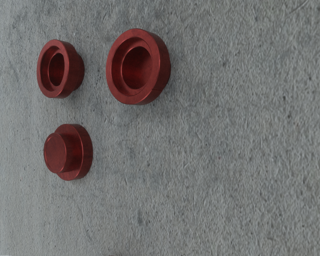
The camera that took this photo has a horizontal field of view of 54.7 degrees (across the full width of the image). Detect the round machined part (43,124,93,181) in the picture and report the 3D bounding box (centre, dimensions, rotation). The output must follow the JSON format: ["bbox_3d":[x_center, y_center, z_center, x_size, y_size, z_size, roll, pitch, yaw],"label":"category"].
[{"bbox_3d":[-0.162,0.041,0.528,0.098,0.042,0.097,0,90,40],"label":"round machined part"}]

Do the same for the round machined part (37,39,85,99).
[{"bbox_3d":[-0.167,-0.099,0.532,0.098,0.042,0.097,0,90,40],"label":"round machined part"}]

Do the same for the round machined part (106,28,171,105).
[{"bbox_3d":[-0.024,-0.079,0.414,0.098,0.042,0.097,0,90,40],"label":"round machined part"}]
